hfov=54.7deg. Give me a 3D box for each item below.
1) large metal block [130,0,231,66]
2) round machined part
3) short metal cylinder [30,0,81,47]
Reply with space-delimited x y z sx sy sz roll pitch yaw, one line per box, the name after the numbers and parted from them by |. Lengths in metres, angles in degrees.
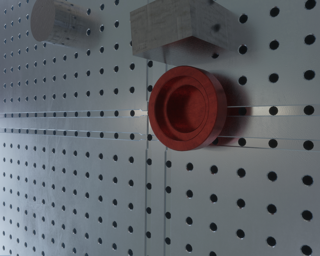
0.024 -0.110 0.354 0.080 0.081 0.050 -7 86 40 | large metal block
0.036 -0.022 0.369 0.098 0.042 0.097 0 90 40 | round machined part
-0.184 -0.187 0.545 0.080 0.050 0.080 0 90 40 | short metal cylinder
